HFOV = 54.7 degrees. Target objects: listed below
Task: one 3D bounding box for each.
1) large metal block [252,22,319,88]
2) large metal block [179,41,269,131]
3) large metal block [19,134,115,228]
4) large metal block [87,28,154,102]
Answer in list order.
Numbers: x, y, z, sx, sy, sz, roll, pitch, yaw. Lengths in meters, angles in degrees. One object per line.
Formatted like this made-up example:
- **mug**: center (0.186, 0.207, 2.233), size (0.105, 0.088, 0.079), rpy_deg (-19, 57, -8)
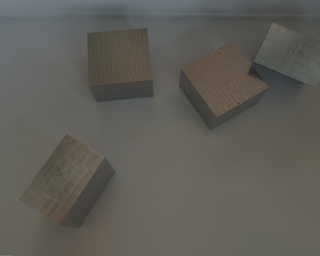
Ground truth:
- **large metal block**: center (0.171, -0.095, 0.409), size (0.080, 0.080, 0.050), rpy_deg (25, 106, 9)
- **large metal block**: center (0.082, -0.056, 0.417), size (0.080, 0.050, 0.080), rpy_deg (-30, 73, -10)
- **large metal block**: center (-0.100, 0.064, 0.356), size (0.050, 0.080, 0.080), rpy_deg (29, 73, 10)
- **large metal block**: center (-0.053, -0.086, 0.427), size (0.081, 0.050, 0.080), rpy_deg (-6, 70, -2)
